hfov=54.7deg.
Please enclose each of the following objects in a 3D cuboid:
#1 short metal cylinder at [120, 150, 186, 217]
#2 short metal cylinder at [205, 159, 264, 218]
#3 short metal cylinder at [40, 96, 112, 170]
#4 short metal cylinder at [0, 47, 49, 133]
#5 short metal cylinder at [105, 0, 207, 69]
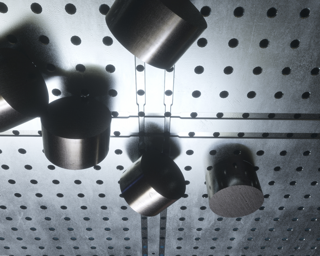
[{"bbox_3d":[-0.010,0.078,0.442,0.080,0.080,0.050,31,123,-24],"label":"short metal cylinder"},{"bbox_3d":[0.113,0.094,0.477,0.081,0.050,0.079,-1,130,0],"label":"short metal cylinder"},{"bbox_3d":[-0.101,0.004,0.378,0.081,0.080,0.050,7,130,-7],"label":"short metal cylinder"},{"bbox_3d":[-0.170,-0.040,0.339,0.050,0.080,0.080,-21,127,16],"label":"short metal cylinder"},{"bbox_3d":[-0.003,-0.101,0.289,0.080,0.080,0.050,29,124,-23],"label":"short metal cylinder"}]
